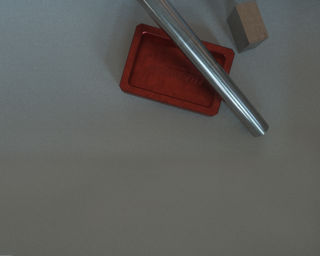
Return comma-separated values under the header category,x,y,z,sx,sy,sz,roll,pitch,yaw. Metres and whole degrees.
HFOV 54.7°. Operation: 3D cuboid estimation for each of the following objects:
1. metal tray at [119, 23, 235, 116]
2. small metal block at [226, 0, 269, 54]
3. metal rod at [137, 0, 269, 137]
category,x,y,z,sx,sy,sz,roll,pitch,yaw
metal tray,0.022,-0.074,0.409,0.131,0.030,0.090,16,90,-1
small metal block,0.112,-0.130,0.400,0.025,0.050,0.050,-20,90,0
metal rod,0.035,-0.092,0.350,0.025,0.025,0.300,-46,115,0
